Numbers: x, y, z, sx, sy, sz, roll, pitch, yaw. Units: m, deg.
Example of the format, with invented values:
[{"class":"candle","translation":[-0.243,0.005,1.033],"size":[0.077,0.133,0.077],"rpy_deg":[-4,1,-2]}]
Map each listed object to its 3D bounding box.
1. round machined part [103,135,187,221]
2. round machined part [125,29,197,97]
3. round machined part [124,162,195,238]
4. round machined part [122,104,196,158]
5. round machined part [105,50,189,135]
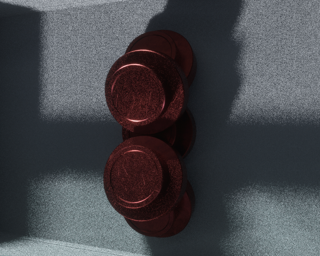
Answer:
[{"class":"round machined part","translation":[-0.022,0.056,0.353],"size":[0.098,0.042,0.098],"rpy_deg":[-4,78,19]},{"class":"round machined part","translation":[-0.006,-0.082,0.390],"size":[0.098,0.042,0.098],"rpy_deg":[-5,72,18]},{"class":"round machined part","translation":[-0.009,0.095,0.388],"size":[0.098,0.042,0.097],"rpy_deg":[5,107,18]},{"class":"round machined part","translation":[-0.006,0.004,0.402],"size":[0.098,0.042,0.097],"rpy_deg":[0,89,20]},{"class":"round machined part","translation":[-0.020,-0.039,0.352],"size":[0.098,0.042,0.097],"rpy_deg":[5,104,19]}]
